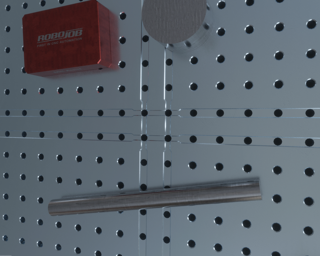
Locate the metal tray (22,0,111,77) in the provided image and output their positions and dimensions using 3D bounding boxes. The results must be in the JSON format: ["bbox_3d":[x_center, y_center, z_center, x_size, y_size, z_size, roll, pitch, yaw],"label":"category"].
[{"bbox_3d":[-0.139,-0.129,0.458,0.130,0.030,0.089,-3,89,19],"label":"metal tray"}]

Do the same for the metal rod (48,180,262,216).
[{"bbox_3d":[-0.020,0.097,0.418,0.301,0.025,0.025,-9,87,19],"label":"metal rod"}]

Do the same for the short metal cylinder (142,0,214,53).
[{"bbox_3d":[0.024,-0.140,0.390,0.080,0.050,0.079,0,90,19],"label":"short metal cylinder"}]
